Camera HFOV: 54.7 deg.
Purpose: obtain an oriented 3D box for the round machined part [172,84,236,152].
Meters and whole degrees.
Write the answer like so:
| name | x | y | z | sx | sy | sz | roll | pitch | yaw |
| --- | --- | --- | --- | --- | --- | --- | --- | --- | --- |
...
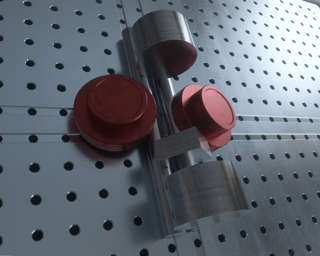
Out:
| name | x | y | z | sx | sy | sz | roll | pitch | yaw |
| --- | --- | --- | --- | --- | --- | --- | --- | --- | --- |
| round machined part | 0.066 | -0.020 | 0.428 | 0.099 | 0.042 | 0.098 | 26 | 47 | -31 |

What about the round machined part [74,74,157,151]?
| name | x | y | z | sx | sy | sz | roll | pitch | yaw |
| --- | --- | --- | --- | --- | --- | --- | --- | --- | --- |
| round machined part | -0.052 | -0.025 | 0.369 | 0.099 | 0.042 | 0.098 | 5 | 61 | -10 |

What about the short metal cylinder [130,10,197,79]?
| name | x | y | z | sx | sy | sz | roll | pitch | yaw |
| --- | --- | --- | --- | --- | --- | --- | --- | --- | --- |
| short metal cylinder | 0.004 | -0.109 | 0.413 | 0.081 | 0.080 | 0.050 | 1 | 62 | -28 |

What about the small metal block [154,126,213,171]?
| name | x | y | z | sx | sy | sz | roll | pitch | yaw |
| --- | --- | --- | --- | --- | --- | --- | --- | --- | --- |
| small metal block | 0.028 | 0.026 | 0.361 | 0.050 | 0.050 | 0.025 | 41 | 32 | -60 |

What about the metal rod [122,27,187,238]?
| name | x | y | z | sx | sy | sz | roll | pitch | yaw |
| --- | --- | --- | --- | --- | --- | --- | --- | --- | --- |
| metal rod | -0.014 | -0.013 | 0.407 | 0.025 | 0.025 | 0.299 | 1 | 61 | -28 |

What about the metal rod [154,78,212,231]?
| name | x | y | z | sx | sy | sz | roll | pitch | yaw |
| --- | --- | --- | --- | --- | --- | --- | --- | --- | --- |
| metal rod | 0.017 | -0.015 | 0.425 | 0.025 | 0.025 | 0.299 | 1 | 61 | -28 |

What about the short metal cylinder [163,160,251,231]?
| name | x | y | z | sx | sy | sz | roll | pitch | yaw |
| --- | --- | --- | --- | --- | --- | --- | --- | --- | --- |
| short metal cylinder | 0.048 | 0.073 | 0.326 | 0.081 | 0.080 | 0.050 | 1 | 62 | -28 |
